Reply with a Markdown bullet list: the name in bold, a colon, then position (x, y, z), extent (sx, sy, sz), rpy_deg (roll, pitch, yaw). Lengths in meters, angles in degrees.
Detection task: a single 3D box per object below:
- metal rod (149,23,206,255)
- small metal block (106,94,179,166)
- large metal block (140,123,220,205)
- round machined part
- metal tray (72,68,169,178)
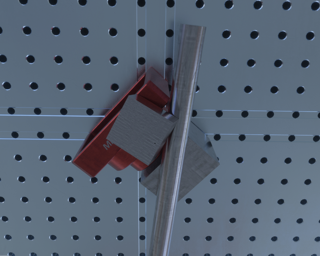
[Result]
- **metal rod**: position (0.013, 0.041, 0.343), extent (0.025, 0.025, 0.298), rpy_deg (6, 110, -3)
- **small metal block**: position (-0.017, 0.001, 0.309), extent (0.050, 0.025, 0.050), rpy_deg (32, 106, 8)
- **large metal block**: position (0.023, 0.039, 0.396), extent (0.050, 0.080, 0.080), rpy_deg (41, 105, -14)
- **round machined part**: position (-0.022, 0.014, 0.384), extent (0.042, 0.098, 0.098), rpy_deg (41, 105, -14)
- **metal tray**: position (-0.045, -0.010, 0.374), extent (0.030, 0.090, 0.130), rpy_deg (42, 105, -14)
